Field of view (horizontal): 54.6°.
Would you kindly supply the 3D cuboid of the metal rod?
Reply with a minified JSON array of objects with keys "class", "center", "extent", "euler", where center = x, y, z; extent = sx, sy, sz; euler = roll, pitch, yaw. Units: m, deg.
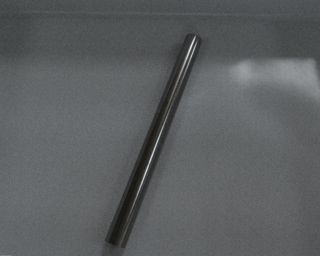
[{"class":"metal rod","center":[-0.001,0.002,0.406],"extent":[0.025,0.025,0.300],"euler":[19,71,7]}]
